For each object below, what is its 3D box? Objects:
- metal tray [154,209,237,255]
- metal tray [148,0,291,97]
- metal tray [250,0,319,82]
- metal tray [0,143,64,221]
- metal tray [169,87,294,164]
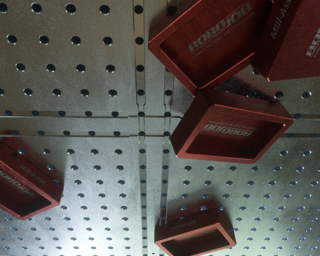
[{"bbox_3d":[0.066,0.205,0.583,0.130,0.030,0.090,-23,127,18],"label":"metal tray"},{"bbox_3d":[0.063,-0.100,0.323,0.130,0.030,0.090,-33,123,25],"label":"metal tray"},{"bbox_3d":[0.151,-0.110,0.296,0.091,0.030,0.129,-9,134,-24],"label":"metal tray"},{"bbox_3d":[-0.228,0.088,0.479,0.090,0.030,0.130,-26,126,20],"label":"metal tray"},{"bbox_3d":[0.089,0.003,0.389,0.131,0.030,0.089,8,132,-27],"label":"metal tray"}]
